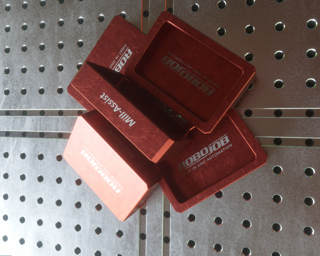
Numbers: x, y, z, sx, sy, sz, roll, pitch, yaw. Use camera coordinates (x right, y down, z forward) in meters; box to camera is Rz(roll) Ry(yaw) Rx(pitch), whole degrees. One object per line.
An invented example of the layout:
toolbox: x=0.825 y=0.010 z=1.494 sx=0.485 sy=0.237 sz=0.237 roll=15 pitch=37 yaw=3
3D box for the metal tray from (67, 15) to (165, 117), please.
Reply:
metal tray: x=-0.058 y=-0.076 z=0.428 sx=0.090 sy=0.030 sz=0.130 roll=40 pitch=102 yaw=15

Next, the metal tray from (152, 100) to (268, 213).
metal tray: x=0.055 y=0.036 z=0.389 sx=0.130 sy=0.030 sz=0.090 roll=-35 pitch=79 yaw=16

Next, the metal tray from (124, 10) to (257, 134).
metal tray: x=0.034 y=-0.065 z=0.365 sx=0.130 sy=0.030 sz=0.090 roll=38 pitch=102 yaw=15

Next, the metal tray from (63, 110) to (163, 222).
metal tray: x=-0.068 y=0.050 z=0.413 sx=0.130 sy=0.030 sz=0.089 roll=44 pitch=129 yaw=14

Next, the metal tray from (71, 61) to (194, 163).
metal tray: x=-0.028 y=-0.019 z=0.354 sx=0.130 sy=0.090 sz=0.030 roll=42 pitch=103 yaw=14
